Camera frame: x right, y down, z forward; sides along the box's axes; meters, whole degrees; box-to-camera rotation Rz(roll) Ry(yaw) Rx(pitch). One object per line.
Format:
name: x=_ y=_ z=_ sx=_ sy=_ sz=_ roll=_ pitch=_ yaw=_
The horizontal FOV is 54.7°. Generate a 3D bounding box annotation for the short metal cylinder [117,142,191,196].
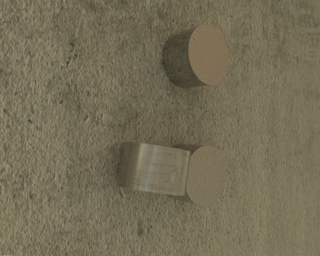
short metal cylinder: x=-0.007 y=0.047 z=0.363 sx=0.081 sy=0.080 sz=0.050 roll=14 pitch=81 yaw=-39

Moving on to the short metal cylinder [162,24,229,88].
short metal cylinder: x=0.050 y=-0.097 z=0.430 sx=0.081 sy=0.050 sz=0.080 roll=0 pitch=90 yaw=-40

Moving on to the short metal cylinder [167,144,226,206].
short metal cylinder: x=0.045 y=0.062 z=0.427 sx=0.081 sy=0.050 sz=0.080 roll=0 pitch=90 yaw=-40
